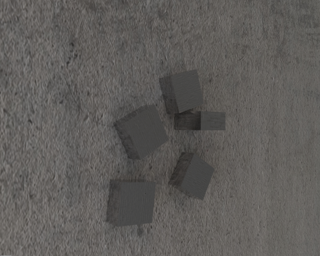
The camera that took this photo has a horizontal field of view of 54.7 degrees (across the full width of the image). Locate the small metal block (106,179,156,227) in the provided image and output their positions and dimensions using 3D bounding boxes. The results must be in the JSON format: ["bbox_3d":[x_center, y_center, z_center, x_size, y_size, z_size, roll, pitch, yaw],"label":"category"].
[{"bbox_3d":[-0.035,0.089,0.376,0.050,0.025,0.050,8,85,-40],"label":"small metal block"}]

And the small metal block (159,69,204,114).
[{"bbox_3d":[0.030,-0.051,0.430,0.050,0.025,0.050,-22,104,-38],"label":"small metal block"}]

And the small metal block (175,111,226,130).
[{"bbox_3d":[0.056,-0.010,0.435,0.050,0.050,0.025,0,90,-40],"label":"small metal block"}]

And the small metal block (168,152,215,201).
[{"bbox_3d":[0.046,0.069,0.443,0.050,0.025,0.050,38,67,-34],"label":"small metal block"}]

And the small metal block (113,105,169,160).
[{"bbox_3d":[-0.023,0.005,0.385,0.050,0.025,0.050,-34,111,-35],"label":"small metal block"}]
